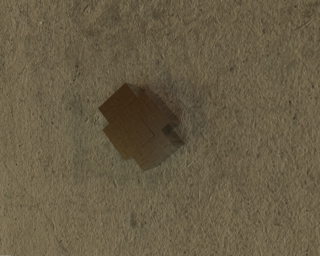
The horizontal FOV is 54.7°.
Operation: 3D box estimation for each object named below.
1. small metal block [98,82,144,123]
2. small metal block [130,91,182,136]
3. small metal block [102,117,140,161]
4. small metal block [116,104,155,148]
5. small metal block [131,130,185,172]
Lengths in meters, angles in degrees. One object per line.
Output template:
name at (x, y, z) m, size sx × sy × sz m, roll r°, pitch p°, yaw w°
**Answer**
small metal block at (-0.045, -0.031, 0.411) m, size 0.050 × 0.050 × 0.025 m, roll -41°, pitch 78°, yaw 15°
small metal block at (-0.004, -0.018, 0.397) m, size 0.025 × 0.050 × 0.050 m, roll -42°, pitch 77°, yaw 15°
small metal block at (-0.041, 0.014, 0.410) m, size 0.025 × 0.050 × 0.050 m, roll -42°, pitch 77°, yaw 15°
small metal block at (-0.023, -0.002, 0.403) m, size 0.025 × 0.050 × 0.050 m, roll -42°, pitch 77°, yaw 15°
small metal block at (-0.001, 0.028, 0.396) m, size 0.050 × 0.050 × 0.025 m, roll -41°, pitch 78°, yaw 15°
